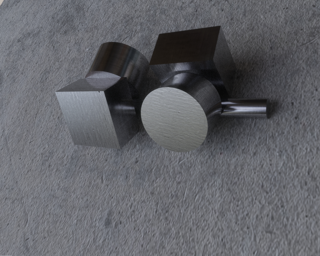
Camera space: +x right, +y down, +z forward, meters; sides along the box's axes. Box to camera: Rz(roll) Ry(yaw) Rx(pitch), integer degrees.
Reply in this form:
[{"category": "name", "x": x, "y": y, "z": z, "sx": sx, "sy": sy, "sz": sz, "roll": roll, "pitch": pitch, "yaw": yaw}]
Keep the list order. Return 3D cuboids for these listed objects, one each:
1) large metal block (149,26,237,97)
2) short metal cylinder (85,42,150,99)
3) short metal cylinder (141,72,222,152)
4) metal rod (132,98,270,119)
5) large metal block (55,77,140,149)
[{"category": "large metal block", "x": 0.045, "y": -0.077, "z": 0.393, "sx": 0.080, "sy": 0.080, "sz": 0.050, "roll": 2, "pitch": 63, "yaw": 29}, {"category": "short metal cylinder", "x": -0.061, "y": -0.078, "z": 0.449, "sx": 0.080, "sy": 0.080, "sz": 0.050, "roll": 4, "pitch": 64, "yaw": 30}, {"category": "short metal cylinder", "x": 0.025, "y": -0.019, "z": 0.360, "sx": 0.080, "sy": 0.080, "sz": 0.050, "roll": 2, "pitch": 28, "yaw": 29}, {"category": "metal rod", "x": -0.007, "y": -0.028, "z": 0.428, "sx": 0.300, "sy": 0.025, "sz": 0.025, "roll": 3, "pitch": 63, "yaw": 29}, {"category": "large metal block", "x": -0.082, "y": -0.021, "z": 0.418, "sx": 0.080, "sy": 0.080, "sz": 0.050, "roll": 3, "pitch": 29, "yaw": 29}]
